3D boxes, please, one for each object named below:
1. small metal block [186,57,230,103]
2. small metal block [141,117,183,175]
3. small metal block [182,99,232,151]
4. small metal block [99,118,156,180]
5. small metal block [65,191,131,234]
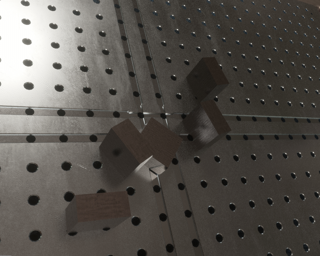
[{"bbox_3d":[0.072,-0.073,0.478,0.025,0.050,0.050,-11,68,-33],"label":"small metal block"},{"bbox_3d":[-0.006,0.023,0.393,0.050,0.025,0.050,35,51,-5],"label":"small metal block"},{"bbox_3d":[0.064,-0.004,0.431,0.025,0.050,0.050,-16,70,-35],"label":"small metal block"},{"bbox_3d":[-0.039,0.025,0.357,0.025,0.050,0.050,-33,81,-38],"label":"small metal block"},{"bbox_3d":[-0.063,0.084,0.308,0.050,0.050,0.025,2,61,-28],"label":"small metal block"}]
